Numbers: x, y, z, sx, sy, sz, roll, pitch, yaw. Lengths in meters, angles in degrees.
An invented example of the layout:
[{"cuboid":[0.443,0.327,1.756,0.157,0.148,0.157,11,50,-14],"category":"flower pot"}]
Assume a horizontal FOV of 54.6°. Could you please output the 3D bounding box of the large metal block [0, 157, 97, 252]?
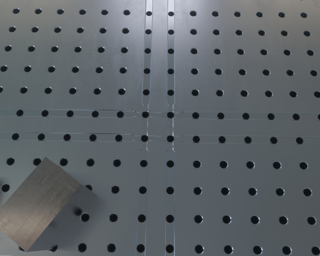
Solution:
[{"cuboid":[-0.124,0.088,0.350,0.050,0.080,0.080,34,74,12],"category":"large metal block"}]
